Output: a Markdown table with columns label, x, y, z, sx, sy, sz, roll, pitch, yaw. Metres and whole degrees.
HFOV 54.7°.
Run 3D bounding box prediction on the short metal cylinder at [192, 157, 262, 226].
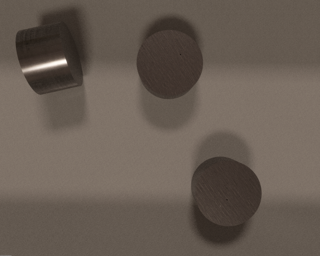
| label | x | y | z | sx | sy | sz | roll | pitch | yaw |
| --- | --- | --- | --- | --- | --- | --- | --- | --- | --- |
| short metal cylinder | 0.083 | 0.079 | 0.400 | 0.081 | 0.050 | 0.079 | 0 | 90 | -1 |

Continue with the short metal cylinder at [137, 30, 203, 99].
| label | x | y | z | sx | sy | sz | roll | pitch | yaw |
| --- | --- | --- | --- | --- | --- | --- | --- | --- | --- |
| short metal cylinder | 0.012 | -0.079 | 0.399 | 0.081 | 0.050 | 0.079 | 0 | 90 | -1 |

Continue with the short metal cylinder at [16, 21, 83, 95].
| label | x | y | z | sx | sy | sz | roll | pitch | yaw |
| --- | --- | --- | --- | --- | --- | --- | --- | --- | --- |
| short metal cylinder | -0.133 | -0.085 | 0.382 | 0.050 | 0.080 | 0.080 | -13 | 90 | 0 |
